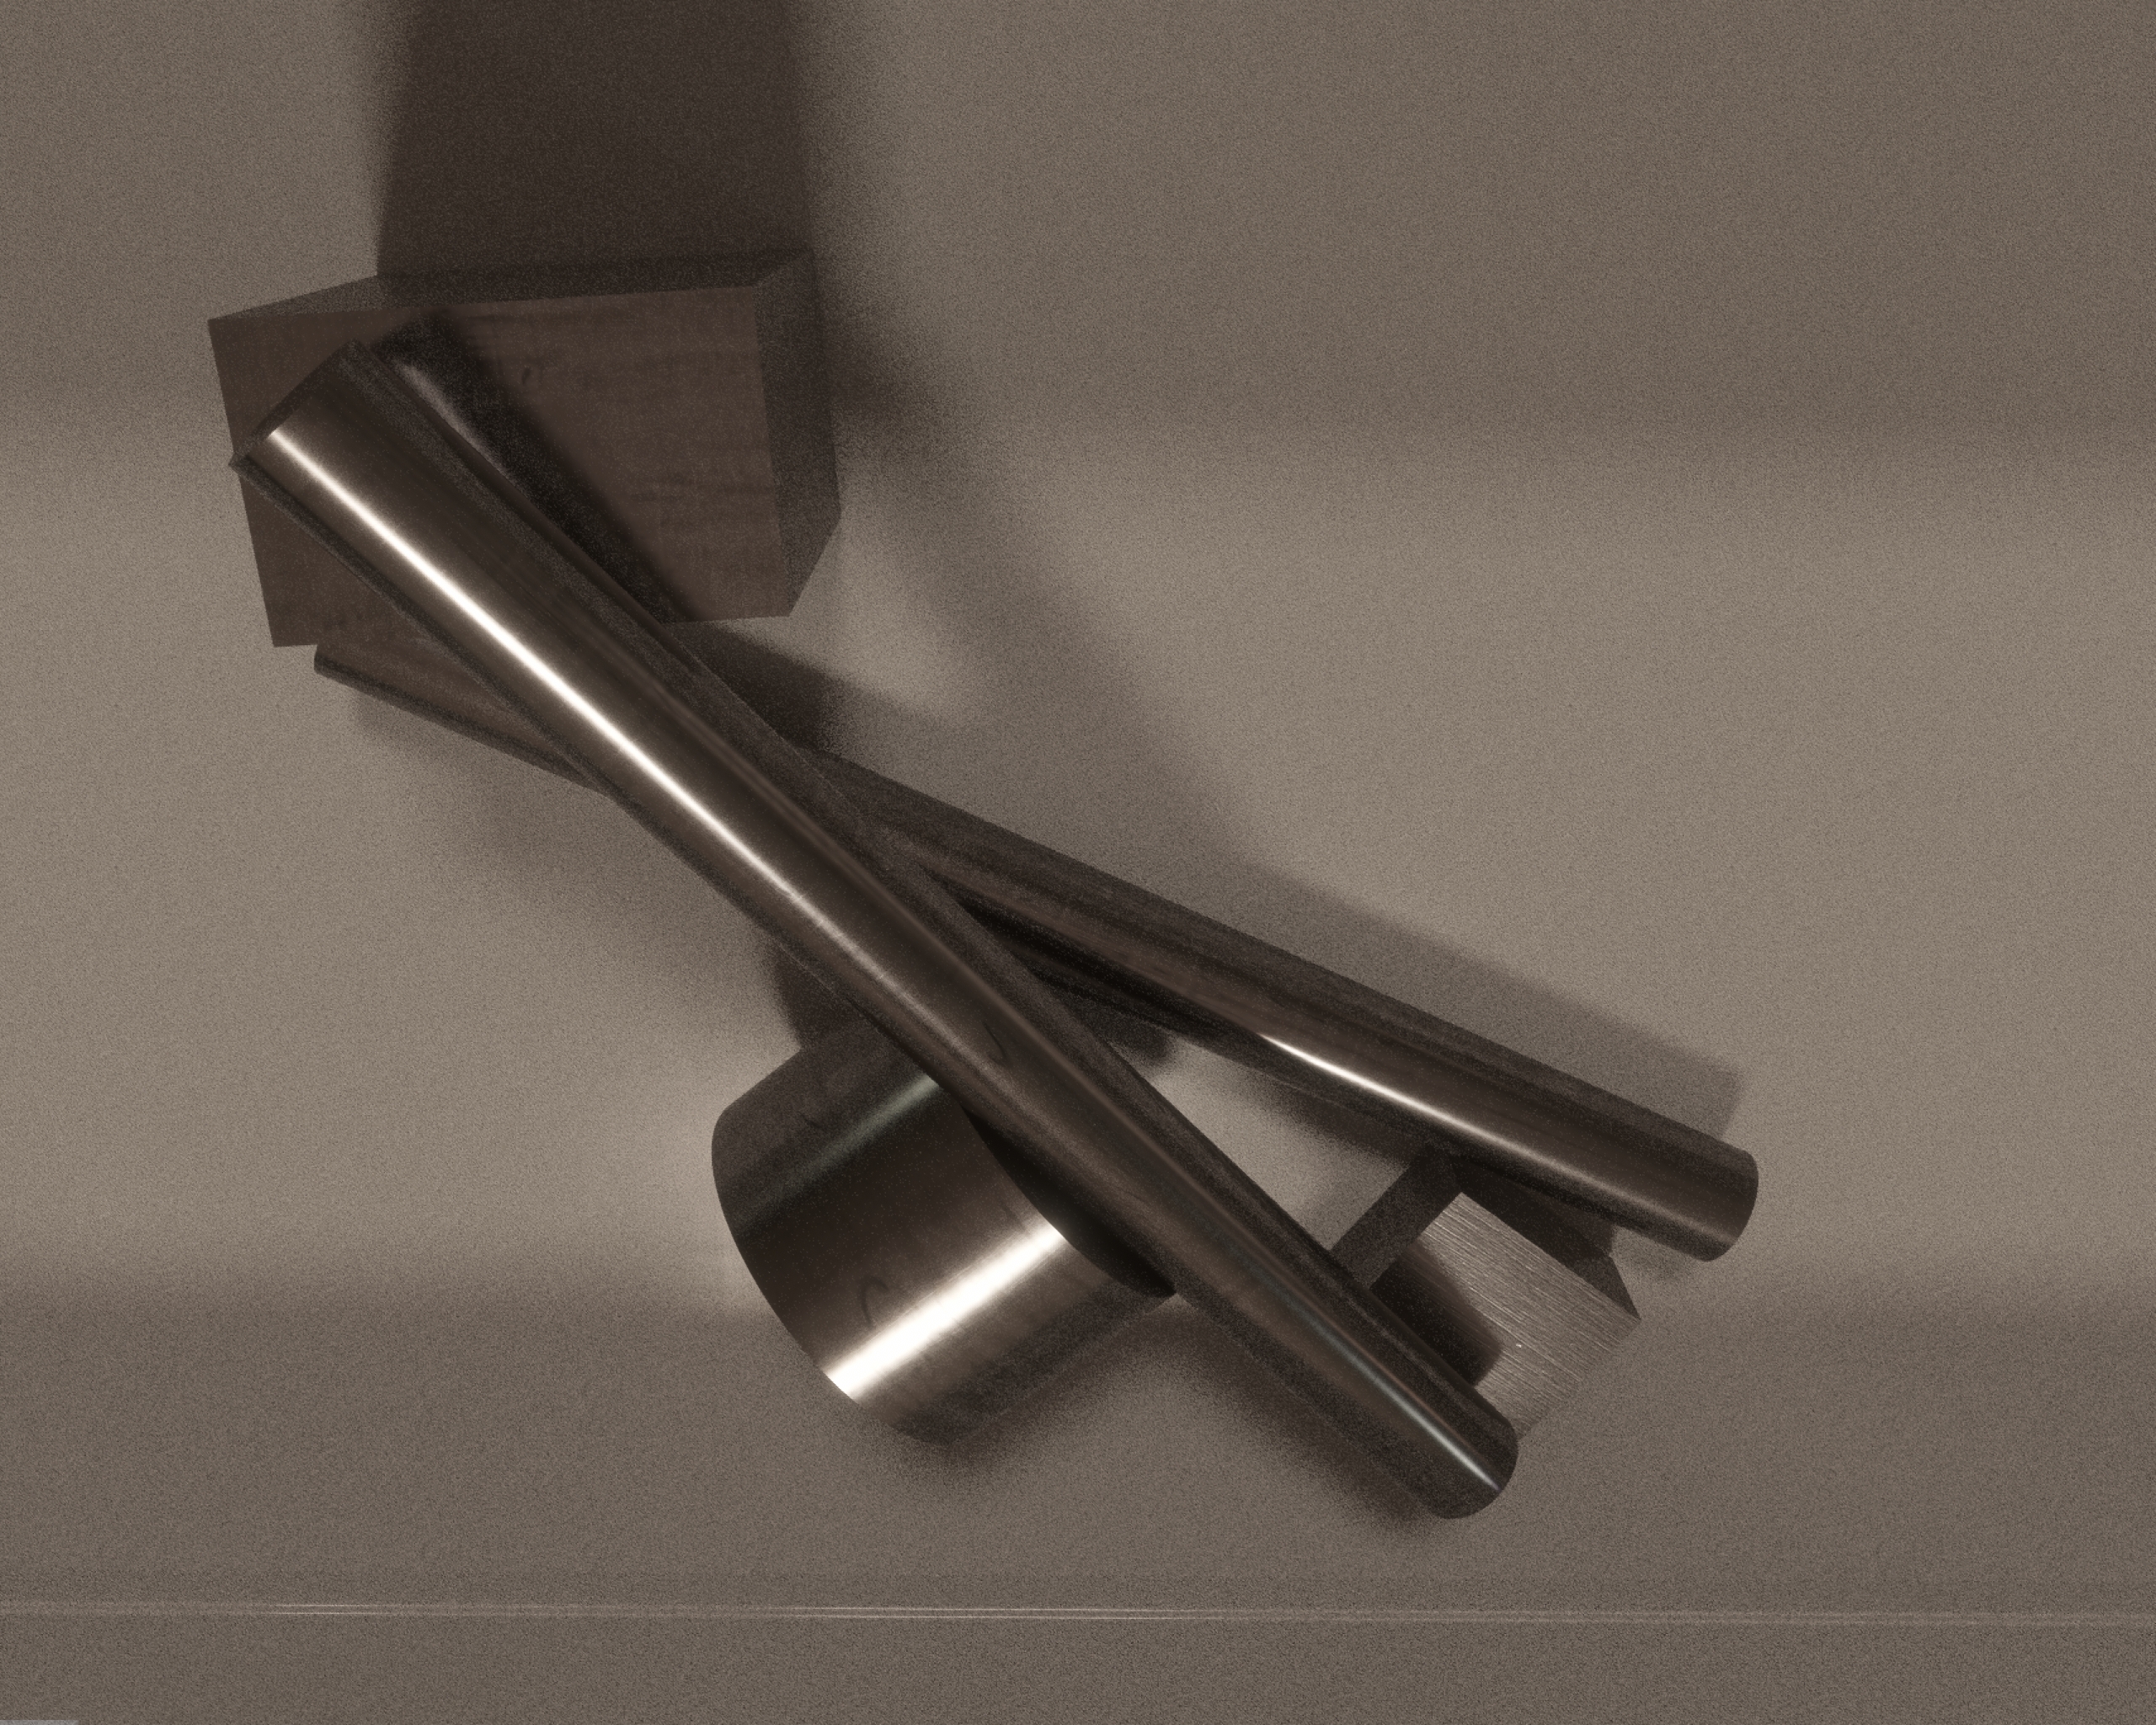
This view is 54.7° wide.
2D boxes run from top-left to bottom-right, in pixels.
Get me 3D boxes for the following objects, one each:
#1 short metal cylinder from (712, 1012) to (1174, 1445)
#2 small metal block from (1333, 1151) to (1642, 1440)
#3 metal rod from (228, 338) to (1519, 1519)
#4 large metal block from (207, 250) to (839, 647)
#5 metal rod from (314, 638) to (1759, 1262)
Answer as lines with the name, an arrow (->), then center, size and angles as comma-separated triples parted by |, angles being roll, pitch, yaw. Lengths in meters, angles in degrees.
short metal cylinder -> -0.024, 0.064, 0.403 | 0.050, 0.080, 0.080 | -38, 106, 12
small metal block -> 0.082, 0.095, 0.446 | 0.050, 0.025, 0.050 | 36, 106, -13
metal rod -> -0.015, 0.030, 0.359 | 0.025, 0.025, 0.300 | -38, 119, 13
large metal block -> -0.087, -0.073, 0.353 | 0.081, 0.080, 0.050 | -3, 110, 1
metal rod -> -0.001, 0.013, 0.415 | 0.302, 0.025, 0.025 | 24, 108, -9
